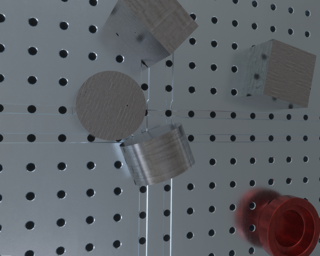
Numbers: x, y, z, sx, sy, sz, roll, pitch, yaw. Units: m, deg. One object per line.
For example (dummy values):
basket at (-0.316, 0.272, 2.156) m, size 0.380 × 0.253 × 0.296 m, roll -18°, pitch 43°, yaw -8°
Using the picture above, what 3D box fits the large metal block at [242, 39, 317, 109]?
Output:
large metal block at (0.178, -0.077, 0.465) m, size 0.081 × 0.050 × 0.080 m, roll 13°, pitch 86°, yaw -20°

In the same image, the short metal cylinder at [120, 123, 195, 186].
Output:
short metal cylinder at (-0.003, 0.031, 0.382) m, size 0.081 × 0.080 × 0.050 m, roll -22°, pitch 98°, yaw -19°

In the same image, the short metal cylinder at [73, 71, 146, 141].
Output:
short metal cylinder at (-0.063, -0.026, 0.376) m, size 0.081 × 0.050 × 0.080 m, roll 0°, pitch 90°, yaw -20°

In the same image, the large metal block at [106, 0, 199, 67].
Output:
large metal block at (-0.013, -0.127, 0.378) m, size 0.080 × 0.080 × 0.050 m, roll 45°, pitch 76°, yaw -15°

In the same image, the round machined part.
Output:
round machined part at (0.191, 0.151, 0.474) m, size 0.099 × 0.042 × 0.097 m, roll 0°, pitch 90°, yaw -20°
